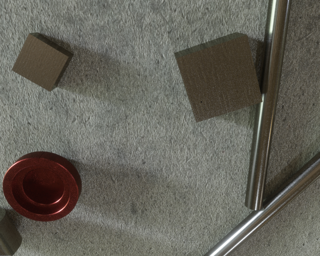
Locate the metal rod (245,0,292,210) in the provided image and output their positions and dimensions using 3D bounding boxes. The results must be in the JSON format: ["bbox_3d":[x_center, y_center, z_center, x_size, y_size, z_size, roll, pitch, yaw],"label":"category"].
[{"bbox_3d":[0.138,-0.027,0.401,0.025,0.025,0.298,0,110,-1],"label":"metal rod"}]

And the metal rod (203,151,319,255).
[{"bbox_3d":[0.156,0.124,0.457,0.025,0.025,0.299,38,105,-13],"label":"metal rod"}]

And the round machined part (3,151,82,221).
[{"bbox_3d":[-0.157,0.076,0.426,0.099,0.042,0.097,0,110,-1],"label":"round machined part"}]

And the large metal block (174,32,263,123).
[{"bbox_3d":[0.069,-0.062,0.375,0.080,0.050,0.080,-18,109,6],"label":"large metal block"}]

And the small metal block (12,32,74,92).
[{"bbox_3d":[-0.142,-0.081,0.378,0.050,0.025,0.050,31,107,-11],"label":"small metal block"}]

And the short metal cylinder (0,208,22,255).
[{"bbox_3d":[-0.246,0.159,0.436,0.080,0.080,0.050,-18,109,6],"label":"short metal cylinder"}]
